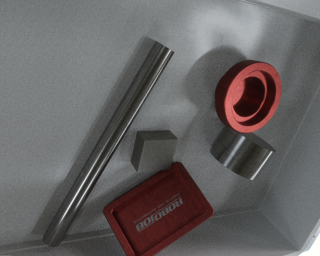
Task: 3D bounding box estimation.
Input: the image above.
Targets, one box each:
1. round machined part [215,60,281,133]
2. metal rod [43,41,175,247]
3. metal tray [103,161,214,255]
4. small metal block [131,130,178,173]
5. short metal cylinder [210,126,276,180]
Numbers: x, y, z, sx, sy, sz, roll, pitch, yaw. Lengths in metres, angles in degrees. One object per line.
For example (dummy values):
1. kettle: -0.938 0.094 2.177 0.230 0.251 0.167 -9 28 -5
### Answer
1. round machined part: 0.116 -0.045 0.428 0.099 0.042 0.097 -10 113 -25
2. metal rod: -0.071 0.030 0.389 0.025 0.025 0.299 22 106 -37
3. metal tray: -0.002 0.119 0.439 0.131 0.090 0.030 -31 160 -9
4. small metal block: -0.008 0.031 0.425 0.050 0.025 0.050 -1 119 -28
5. short metal cylinder: 0.123 0.033 0.463 0.081 0.080 0.050 18 109 -36
